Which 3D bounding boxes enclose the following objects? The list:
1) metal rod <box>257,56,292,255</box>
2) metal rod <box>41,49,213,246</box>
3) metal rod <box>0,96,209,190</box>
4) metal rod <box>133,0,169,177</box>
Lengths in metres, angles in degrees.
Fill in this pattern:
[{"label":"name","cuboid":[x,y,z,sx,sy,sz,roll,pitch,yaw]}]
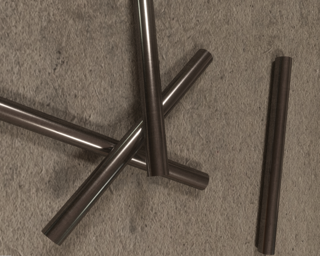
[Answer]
[{"label":"metal rod","cuboid":[0.177,0.040,0.476,0.025,0.025,0.298,7,88,-20]},{"label":"metal rod","cuboid":[-0.025,0.007,0.377,0.025,0.025,0.301,46,67,-15]},{"label":"metal rod","cuboid":[-0.071,0.022,0.383,0.302,0.025,0.025,22,83,-19]},{"label":"metal rod","cuboid":[-0.015,-0.093,0.374,0.025,0.025,0.298,-1,79,-20]}]
